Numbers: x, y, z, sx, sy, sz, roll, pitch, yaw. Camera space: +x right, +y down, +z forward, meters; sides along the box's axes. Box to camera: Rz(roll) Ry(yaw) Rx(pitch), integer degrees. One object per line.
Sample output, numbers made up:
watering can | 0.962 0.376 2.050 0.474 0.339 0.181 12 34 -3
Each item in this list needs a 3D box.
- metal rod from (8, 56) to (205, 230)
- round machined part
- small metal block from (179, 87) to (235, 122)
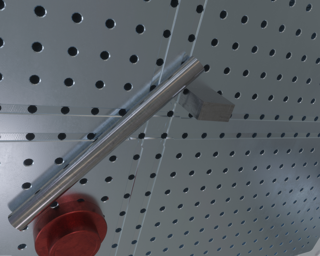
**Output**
metal rod | -0.066 0.018 0.386 0.300 0.025 0.025 -41 130 0
round machined part | -0.120 0.153 0.429 0.099 0.042 0.097 -14 124 -21
small metal block | 0.061 -0.032 0.409 0.050 0.050 0.025 3 117 -30
